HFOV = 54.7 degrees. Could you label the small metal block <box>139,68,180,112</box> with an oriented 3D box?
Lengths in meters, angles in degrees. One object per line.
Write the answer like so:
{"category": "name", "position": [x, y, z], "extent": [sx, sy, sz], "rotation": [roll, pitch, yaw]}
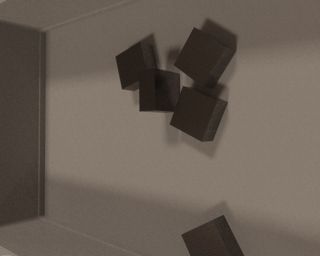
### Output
{"category": "small metal block", "position": [0.000, -0.045, 0.388], "extent": [0.025, 0.050, 0.050], "rotation": [-1, 90, 40]}

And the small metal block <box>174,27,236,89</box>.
{"category": "small metal block", "position": [0.052, -0.082, 0.363], "extent": [0.050, 0.025, 0.050], "rotation": [44, 116, 31]}

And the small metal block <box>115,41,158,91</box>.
{"category": "small metal block", "position": [-0.032, -0.084, 0.431], "extent": [0.050, 0.025, 0.050], "rotation": [-20, 78, 38]}

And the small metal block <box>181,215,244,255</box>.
{"category": "small metal block", "position": [0.060, 0.135, 0.356], "extent": [0.050, 0.025, 0.050], "rotation": [-38, 67, 33]}

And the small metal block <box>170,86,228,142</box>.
{"category": "small metal block", "position": [0.045, -0.017, 0.368], "extent": [0.050, 0.025, 0.050], "rotation": [29, 108, 35]}
